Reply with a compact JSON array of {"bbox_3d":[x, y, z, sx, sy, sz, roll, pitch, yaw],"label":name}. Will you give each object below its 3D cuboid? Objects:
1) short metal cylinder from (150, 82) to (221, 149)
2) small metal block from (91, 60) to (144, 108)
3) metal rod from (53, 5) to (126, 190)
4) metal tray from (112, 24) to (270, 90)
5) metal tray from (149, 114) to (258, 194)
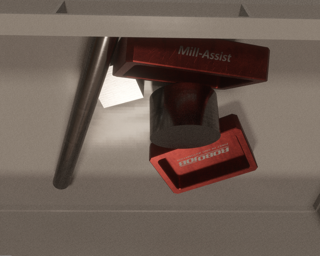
[{"bbox_3d":[0.028,-0.011,0.363,0.081,0.050,0.080,-1,158,0],"label":"short metal cylinder"},{"bbox_3d":[-0.051,-0.056,0.361,0.050,0.025,0.050,-14,129,11],"label":"small metal block"},{"bbox_3d":[-0.098,-0.008,0.376,0.025,0.025,0.298,17,136,-14],"label":"metal rod"},{"bbox_3d":[0.025,-0.063,0.302,0.131,0.090,0.030,5,90,-16],"label":"metal tray"},{"bbox_3d":[0.061,0.041,0.441,0.130,0.030,0.090,-21,128,16],"label":"metal tray"}]
